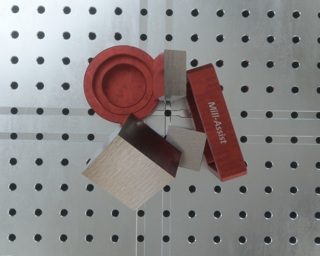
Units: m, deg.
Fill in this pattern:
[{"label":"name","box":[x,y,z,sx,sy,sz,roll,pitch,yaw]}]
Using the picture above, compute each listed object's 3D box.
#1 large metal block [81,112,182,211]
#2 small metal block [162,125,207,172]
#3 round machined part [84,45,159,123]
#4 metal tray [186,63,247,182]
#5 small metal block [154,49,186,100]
[{"label":"large metal block","box":[-0.033,0.042,0.378,0.080,0.050,0.080,39,122,-11]},{"label":"small metal block","box":[0.033,0.026,0.409,0.050,0.025,0.050,12,94,10]},{"label":"round machined part","box":[-0.046,-0.054,0.404,0.099,0.042,0.097,0,90,-1]},{"label":"metal tray","box":[0.063,-0.006,0.382,0.030,0.090,0.129,-18,90,0]},{"label":"small metal block","box":[0.010,-0.059,0.360,0.025,0.050,0.050,0,89,-14]}]
